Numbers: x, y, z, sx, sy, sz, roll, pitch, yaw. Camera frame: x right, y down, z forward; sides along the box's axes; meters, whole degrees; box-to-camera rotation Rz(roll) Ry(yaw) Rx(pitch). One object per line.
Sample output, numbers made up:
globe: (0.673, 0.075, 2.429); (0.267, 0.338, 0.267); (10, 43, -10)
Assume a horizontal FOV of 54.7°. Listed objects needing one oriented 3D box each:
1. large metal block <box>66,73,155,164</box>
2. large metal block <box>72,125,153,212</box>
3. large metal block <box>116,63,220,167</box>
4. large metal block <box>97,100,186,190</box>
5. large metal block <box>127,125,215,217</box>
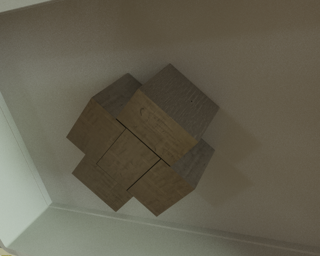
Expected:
large metal block: (-0.061, -0.013, 0.394); (0.050, 0.080, 0.080); (42, 129, -1)
large metal block: (-0.060, 0.055, 0.436); (0.080, 0.080, 0.050); (42, 129, -1)
large metal block: (0.012, -0.017, 0.354); (0.080, 0.080, 0.050); (42, 129, -1)
large metal block: (-0.023, 0.020, 0.395); (0.050, 0.080, 0.080); (42, 129, -1)
large metal block: (0.015, 0.054, 0.397); (0.050, 0.080, 0.080); (42, 129, -1)
